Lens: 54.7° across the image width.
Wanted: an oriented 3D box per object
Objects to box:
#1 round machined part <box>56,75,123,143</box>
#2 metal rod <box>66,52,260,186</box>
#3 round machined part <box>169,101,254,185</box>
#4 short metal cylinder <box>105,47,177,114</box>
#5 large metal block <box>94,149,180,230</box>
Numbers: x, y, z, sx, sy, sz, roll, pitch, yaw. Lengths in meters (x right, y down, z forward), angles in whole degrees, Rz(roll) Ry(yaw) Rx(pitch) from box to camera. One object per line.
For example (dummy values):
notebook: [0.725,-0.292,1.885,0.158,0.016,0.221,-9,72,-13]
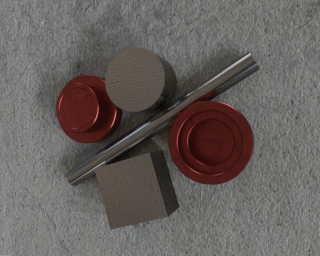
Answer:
round machined part: [-0.106,-0.027,0.438,0.098,0.042,0.097,0,90,20]
metal rod: [-0.008,-0.003,0.414,0.300,0.025,0.025,-33,80,16]
round machined part: [0.064,0.017,0.378,0.098,0.042,0.097,0,90,20]
short metal cylinder: [-0.023,-0.060,0.405,0.080,0.050,0.079,0,90,20]
large metal block: [-0.029,0.079,0.408,0.080,0.050,0.080,-18,84,19]
